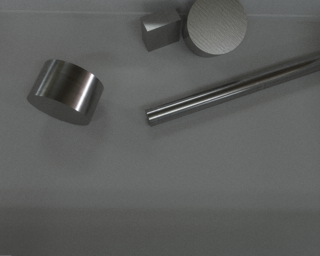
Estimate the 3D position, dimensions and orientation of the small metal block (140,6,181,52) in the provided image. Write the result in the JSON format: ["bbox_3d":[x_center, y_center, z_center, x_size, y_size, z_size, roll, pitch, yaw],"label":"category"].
[{"bbox_3d":[0.001,-0.142,0.448,0.050,0.050,0.025,-22,72,-8],"label":"small metal block"}]

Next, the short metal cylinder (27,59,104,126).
[{"bbox_3d":[-0.119,-0.043,0.395,0.080,0.080,0.050,16,71,5],"label":"short metal cylinder"}]

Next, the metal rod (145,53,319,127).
[{"bbox_3d":[0.126,-0.061,0.433,0.302,0.025,0.025,-18,71,-7],"label":"metal rod"}]

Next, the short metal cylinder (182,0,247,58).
[{"bbox_3d":[0.074,-0.141,0.432,0.081,0.050,0.079,-1,98,-5],"label":"short metal cylinder"}]
